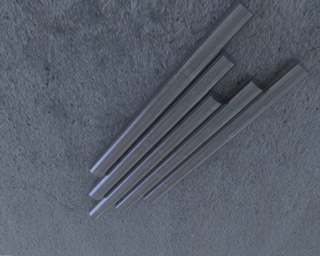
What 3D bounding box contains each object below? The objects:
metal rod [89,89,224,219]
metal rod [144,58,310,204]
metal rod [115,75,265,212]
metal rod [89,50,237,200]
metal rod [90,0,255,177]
[{"bbox_3d":[-0.021,0.053,0.454,0.025,0.025,0.299,29,124,-23],"label":"metal rod"},{"bbox_3d":[0.072,0.021,0.427,0.025,0.025,0.299,29,124,-23],"label":"metal rod"},{"bbox_3d":[0.025,0.038,0.441,0.025,0.025,0.299,29,124,-23],"label":"metal rod"},{"bbox_3d":[-0.013,0.013,0.419,0.025,0.025,0.299,29,124,-23],"label":"metal rod"},{"bbox_3d":[-0.004,-0.029,0.384,0.025,0.025,0.299,29,124,-23],"label":"metal rod"}]
